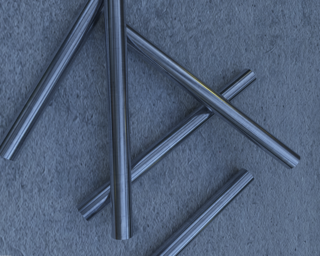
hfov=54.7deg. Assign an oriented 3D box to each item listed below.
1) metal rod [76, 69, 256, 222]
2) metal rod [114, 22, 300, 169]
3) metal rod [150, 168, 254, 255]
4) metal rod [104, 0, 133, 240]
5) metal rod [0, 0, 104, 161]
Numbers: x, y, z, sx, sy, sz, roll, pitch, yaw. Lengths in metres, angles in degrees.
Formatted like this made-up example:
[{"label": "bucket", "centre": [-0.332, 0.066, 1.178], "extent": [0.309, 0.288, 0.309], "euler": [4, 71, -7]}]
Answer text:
[{"label": "metal rod", "centre": [0.019, 0.013, 0.415], "extent": [0.301, 0.025, 0.025], "euler": [-39, 103, -16]}, {"label": "metal rod", "centre": [0.063, -0.041, 0.407], "extent": [0.301, 0.025, 0.025], "euler": [36, 78, -7]}, {"label": "metal rod", "centre": [0.017, 0.161, 0.415], "extent": [0.301, 0.025, 0.025], "euler": [-39, 103, -16]}, {"label": "metal rod", "centre": [-0.049, -0.022, 0.363], "extent": [0.025, 0.025, 0.298], "euler": [-2, 90, -20]}, {"label": "metal rod", "centre": [-0.105, -0.100, 0.369], "extent": [0.025, 0.025, 0.299], "euler": [30, 80, -18]}]
